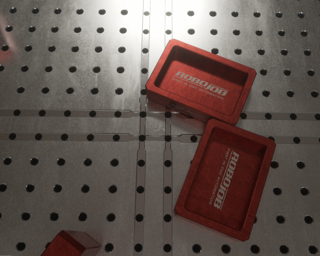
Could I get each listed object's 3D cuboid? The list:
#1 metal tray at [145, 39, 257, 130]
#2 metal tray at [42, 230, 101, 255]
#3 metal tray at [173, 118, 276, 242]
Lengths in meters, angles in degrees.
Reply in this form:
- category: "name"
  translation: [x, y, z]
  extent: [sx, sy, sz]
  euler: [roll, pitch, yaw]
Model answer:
- category: "metal tray"
  translation: [0.056, -0.061, 0.431]
  extent: [0.130, 0.030, 0.090]
  euler: [23, 71, 8]
- category: "metal tray"
  translation: [-0.119, 0.168, 0.314]
  extent: [0.030, 0.090, 0.130]
  euler: [34, 73, 11]
- category: "metal tray"
  translation: [0.081, 0.062, 0.387]
  extent: [0.090, 0.030, 0.130]
  euler: [21, 71, 7]
